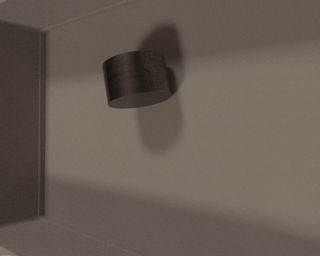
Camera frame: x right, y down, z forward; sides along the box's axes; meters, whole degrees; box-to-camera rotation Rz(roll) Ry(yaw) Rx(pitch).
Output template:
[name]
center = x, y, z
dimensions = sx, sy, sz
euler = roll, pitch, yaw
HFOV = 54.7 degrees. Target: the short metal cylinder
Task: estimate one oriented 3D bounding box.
[short metal cylinder]
center = -0.029, -0.059, 0.393
dimensions = 0.080, 0.081, 0.050
euler = -15, 81, 38
